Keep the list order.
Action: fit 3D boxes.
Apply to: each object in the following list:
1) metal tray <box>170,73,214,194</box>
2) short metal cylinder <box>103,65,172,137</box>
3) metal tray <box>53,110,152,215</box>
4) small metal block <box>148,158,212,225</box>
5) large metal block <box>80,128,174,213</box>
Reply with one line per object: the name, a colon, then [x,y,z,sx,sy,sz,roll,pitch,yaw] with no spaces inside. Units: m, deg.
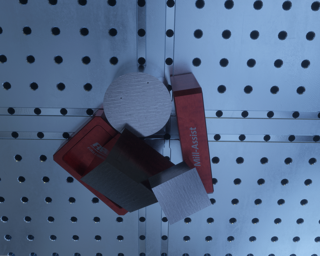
metal tray: [0.038,0.006,0.381,0.030,0.090,0.129,-9,110,3]
short metal cylinder: [-0.026,-0.035,0.387,0.081,0.050,0.079,0,110,-1]
metal tray: [-0.066,0.050,0.427,0.090,0.030,0.130,-41,106,13]
small metal block: [0.022,0.069,0.339,0.050,0.025,0.050,-26,109,-3]
large metal block: [-0.040,0.056,0.387,0.080,0.050,0.080,38,141,-14]
